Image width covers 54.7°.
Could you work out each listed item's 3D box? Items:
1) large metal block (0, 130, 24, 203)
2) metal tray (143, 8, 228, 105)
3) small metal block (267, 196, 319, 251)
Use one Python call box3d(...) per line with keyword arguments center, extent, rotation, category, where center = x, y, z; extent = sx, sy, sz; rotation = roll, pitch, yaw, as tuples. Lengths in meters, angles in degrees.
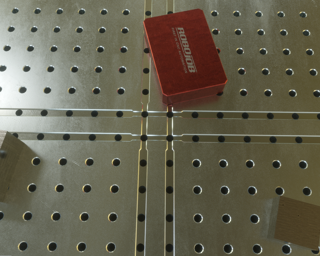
box3d(center=(-0.229, 0.042, 0.381), extent=(0.080, 0.050, 0.080), rotation=(10, 70, 3), category="large metal block")
box3d(center=(0.034, -0.105, 0.448), extent=(0.091, 0.030, 0.130), rotation=(-13, 71, -5), category="metal tray")
box3d(center=(0.161, 0.114, 0.371), extent=(0.050, 0.025, 0.050), rotation=(15, 71, 5), category="small metal block")
